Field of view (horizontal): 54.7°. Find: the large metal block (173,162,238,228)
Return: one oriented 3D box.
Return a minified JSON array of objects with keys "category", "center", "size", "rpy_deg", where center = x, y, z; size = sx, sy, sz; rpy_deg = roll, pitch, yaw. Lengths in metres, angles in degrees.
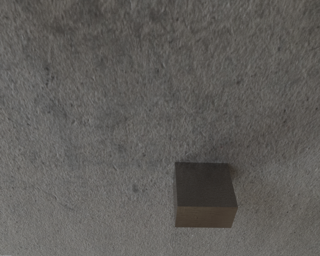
[{"category":"large metal block","center":[0.062,0.097,0.455],"size":[0.081,0.080,0.050],"rpy_deg":[2,130,-2]}]
